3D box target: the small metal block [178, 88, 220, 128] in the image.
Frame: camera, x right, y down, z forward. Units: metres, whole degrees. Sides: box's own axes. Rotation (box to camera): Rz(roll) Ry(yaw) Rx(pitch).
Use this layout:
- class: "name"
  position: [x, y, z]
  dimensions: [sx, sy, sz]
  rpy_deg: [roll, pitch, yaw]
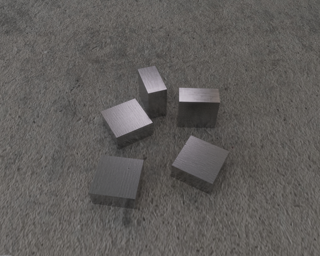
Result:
- class: "small metal block"
  position: [0.049, -0.026, 0.409]
  dimensions: [0.050, 0.050, 0.025]
  rpy_deg: [1, 50, 1]

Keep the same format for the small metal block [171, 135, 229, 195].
- class: "small metal block"
  position: [0.048, 0.043, 0.367]
  dimensions: [0.050, 0.025, 0.050]
  rpy_deg: [23, 54, 18]

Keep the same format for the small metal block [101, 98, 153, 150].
- class: "small metal block"
  position: [-0.043, -0.006, 0.408]
  dimensions: [0.050, 0.025, 0.050]
  rpy_deg: [-23, 54, -19]

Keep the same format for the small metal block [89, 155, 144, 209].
- class: "small metal block"
  position: [-0.047, 0.061, 0.352]
  dimensions: [0.050, 0.025, 0.050]
  rpy_deg: [6, 50, 5]

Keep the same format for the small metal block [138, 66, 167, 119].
- class: "small metal block"
  position: [-0.011, -0.049, 0.428]
  dimensions: [0.025, 0.050, 0.050]
  rpy_deg: [-14, 52, -12]
